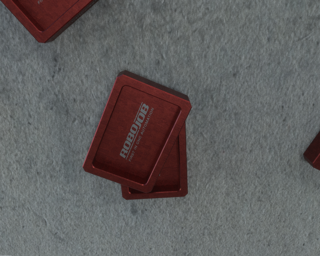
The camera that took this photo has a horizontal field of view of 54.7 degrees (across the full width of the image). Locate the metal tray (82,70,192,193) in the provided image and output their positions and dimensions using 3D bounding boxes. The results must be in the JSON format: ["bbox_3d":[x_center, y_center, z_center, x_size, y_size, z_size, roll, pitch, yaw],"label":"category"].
[{"bbox_3d":[-0.029,0.007,0.376,0.090,0.030,0.129,22,108,-8],"label":"metal tray"}]

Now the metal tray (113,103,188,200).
[{"bbox_3d":[-0.010,0.032,0.418,0.091,0.030,0.129,-3,110,1],"label":"metal tray"}]

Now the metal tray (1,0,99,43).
[{"bbox_3d":[-0.113,-0.169,0.342,0.130,0.030,0.090,-37,107,12],"label":"metal tray"}]

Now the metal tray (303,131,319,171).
[{"bbox_3d":[0.270,0.010,0.415,0.090,0.030,0.129,25,108,-9],"label":"metal tray"}]
